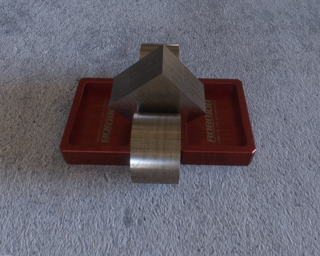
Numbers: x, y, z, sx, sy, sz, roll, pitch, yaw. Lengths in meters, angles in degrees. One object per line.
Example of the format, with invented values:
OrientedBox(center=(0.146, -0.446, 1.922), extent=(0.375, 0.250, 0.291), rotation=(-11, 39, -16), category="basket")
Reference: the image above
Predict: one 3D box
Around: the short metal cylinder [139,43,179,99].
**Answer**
OrientedBox(center=(0.000, -0.077, 0.434), extent=(0.050, 0.080, 0.080), rotation=(2, 50, 1), category="short metal cylinder")

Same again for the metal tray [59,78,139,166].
OrientedBox(center=(-0.071, -0.013, 0.412), extent=(0.091, 0.030, 0.130), rotation=(1, 50, 1), category="metal tray")

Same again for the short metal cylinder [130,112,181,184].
OrientedBox(center=(-0.004, 0.023, 0.350), extent=(0.050, 0.080, 0.080), rotation=(2, 50, 1), category="short metal cylinder")

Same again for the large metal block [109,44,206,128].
OrientedBox(center=(-0.002, -0.040, 0.376), extent=(0.080, 0.080, 0.050), rotation=(-27, 43, 31), category="large metal block")

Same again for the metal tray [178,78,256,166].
OrientedBox(center=(0.069, -0.012, 0.413), extent=(0.091, 0.030, 0.130), rotation=(1, 50, 1), category="metal tray")
